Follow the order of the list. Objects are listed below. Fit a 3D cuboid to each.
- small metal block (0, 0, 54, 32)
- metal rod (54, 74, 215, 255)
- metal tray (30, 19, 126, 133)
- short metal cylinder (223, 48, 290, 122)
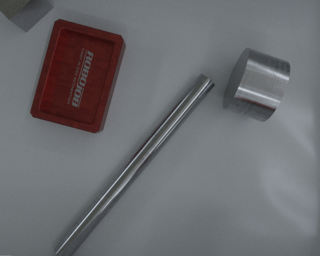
[{"bbox_3d":[-0.172,-0.156,0.397,0.050,0.050,0.025,-43,91,0],"label":"small metal block"},{"bbox_3d":[-0.033,0.051,0.411,0.025,0.025,0.300,40,90,-1],"label":"metal rod"},{"bbox_3d":[-0.105,-0.066,0.407,0.091,0.030,0.129,15,90,-1],"label":"metal tray"},{"bbox_3d":[0.117,-0.053,0.386,0.050,0.080,0.080,19,90,0],"label":"short metal cylinder"}]
